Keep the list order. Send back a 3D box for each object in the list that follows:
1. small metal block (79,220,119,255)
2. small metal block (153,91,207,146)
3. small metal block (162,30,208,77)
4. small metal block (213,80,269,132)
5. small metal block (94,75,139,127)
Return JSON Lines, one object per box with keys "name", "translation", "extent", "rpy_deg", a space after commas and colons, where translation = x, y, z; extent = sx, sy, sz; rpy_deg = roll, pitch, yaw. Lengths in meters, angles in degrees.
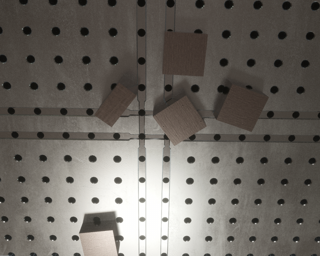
{"name": "small metal block", "translation": [-0.092, 0.172, 0.476], "extent": [0.050, 0.025, 0.050], "rpy_deg": [-6, 110, 1]}
{"name": "small metal block", "translation": [0.026, -0.013, 0.409], "extent": [0.050, 0.025, 0.050], "rpy_deg": [-32, 107, 11]}
{"name": "small metal block", "translation": [0.029, -0.092, 0.380], "extent": [0.050, 0.025, 0.050], "rpy_deg": [3, 110, -2]}
{"name": "small metal block", "translation": [0.104, -0.029, 0.404], "extent": [0.050, 0.025, 0.050], "rpy_deg": [19, 109, -7]}
{"name": "small metal block", "translation": [-0.053, -0.035, 0.386], "extent": [0.025, 0.050, 0.050], "rpy_deg": [37, 106, -13]}
